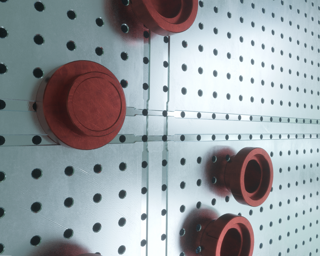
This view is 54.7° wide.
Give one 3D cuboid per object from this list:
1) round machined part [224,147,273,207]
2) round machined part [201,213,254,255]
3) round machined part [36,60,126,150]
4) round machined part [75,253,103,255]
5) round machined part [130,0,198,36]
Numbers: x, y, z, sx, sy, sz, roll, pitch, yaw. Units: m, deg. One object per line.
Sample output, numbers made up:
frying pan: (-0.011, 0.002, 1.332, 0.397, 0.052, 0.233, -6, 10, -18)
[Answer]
round machined part: (0.147, 0.081, 0.525, 0.099, 0.042, 0.097, 0, 90, -40)
round machined part: (0.102, 0.183, 0.487, 0.099, 0.042, 0.097, 0, 90, -40)
round machined part: (-0.077, -0.025, 0.335, 0.099, 0.042, 0.097, 0, 90, -40)
round machined part: (-0.086, 0.182, 0.328, 0.099, 0.042, 0.097, 0, 90, -40)
round machined part: (0.001, -0.168, 0.400, 0.099, 0.042, 0.097, 0, 90, -40)
